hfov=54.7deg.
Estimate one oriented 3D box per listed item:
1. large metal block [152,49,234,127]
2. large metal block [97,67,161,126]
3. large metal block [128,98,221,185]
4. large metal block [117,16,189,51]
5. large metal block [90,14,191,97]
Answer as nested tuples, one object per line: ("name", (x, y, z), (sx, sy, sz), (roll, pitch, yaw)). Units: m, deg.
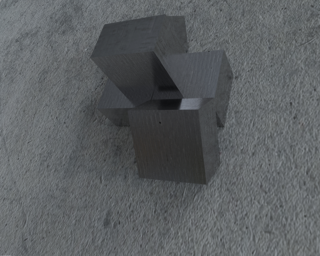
("large metal block", (0.042, -0.048, 0.394), (0.080, 0.050, 0.080), (1, 62, 28))
("large metal block", (-0.029, -0.049, 0.431), (0.080, 0.050, 0.080), (1, 62, 28))
("large metal block", (0.018, 0.012, 0.344), (0.080, 0.079, 0.050), (1, 18, 28))
("large metal block", (-0.014, -0.130, 0.448), (0.080, 0.050, 0.080), (0, 18, 28))
("large metal block", (-0.019, -0.080, 0.364), (0.080, 0.080, 0.050), (1, 63, 28))
